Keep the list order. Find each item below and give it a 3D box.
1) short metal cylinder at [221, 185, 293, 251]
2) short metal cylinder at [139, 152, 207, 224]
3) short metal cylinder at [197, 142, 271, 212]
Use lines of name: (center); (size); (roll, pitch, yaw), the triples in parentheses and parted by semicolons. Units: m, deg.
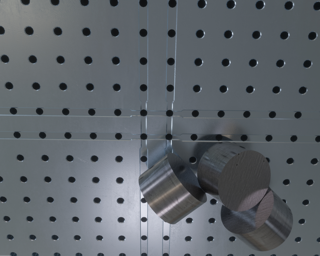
short metal cylinder: (0.132, 0.119, 0.425); (0.080, 0.080, 0.050); (-41, 116, 13)
short metal cylinder: (0.017, 0.080, 0.413); (0.050, 0.080, 0.080); (-40, 106, 14)
short metal cylinder: (0.097, 0.062, 0.408); (0.081, 0.050, 0.079); (-5, 102, -23)
